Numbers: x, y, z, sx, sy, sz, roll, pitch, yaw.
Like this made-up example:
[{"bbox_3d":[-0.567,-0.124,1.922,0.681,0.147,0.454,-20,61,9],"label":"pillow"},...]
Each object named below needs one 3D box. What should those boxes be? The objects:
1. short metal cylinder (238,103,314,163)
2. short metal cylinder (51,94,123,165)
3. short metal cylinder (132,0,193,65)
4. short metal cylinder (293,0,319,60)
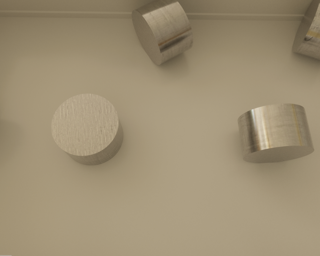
[{"bbox_3d":[0.139,0.009,0.378,0.081,0.080,0.050,-3,70,-1],"label":"short metal cylinder"},{"bbox_3d":[-0.090,0.003,0.394,0.081,0.050,0.080,0,70,0],"label":"short metal cylinder"},{"bbox_3d":[0.003,-0.135,0.430,0.050,0.080,0.080,-30,73,-10],"label":"short metal cylinder"},{"bbox_3d":[0.228,-0.137,0.432,0.050,0.080,0.080,20,71,7],"label":"short metal cylinder"}]
